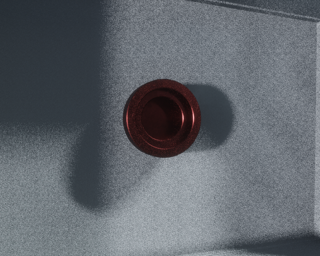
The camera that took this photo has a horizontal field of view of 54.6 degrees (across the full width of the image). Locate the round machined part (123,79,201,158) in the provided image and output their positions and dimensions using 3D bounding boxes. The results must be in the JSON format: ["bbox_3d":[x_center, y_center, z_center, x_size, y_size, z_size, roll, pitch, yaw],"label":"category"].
[{"bbox_3d":[0.000,-0.012,0.401,0.099,0.042,0.097,0,90,-20],"label":"round machined part"}]
